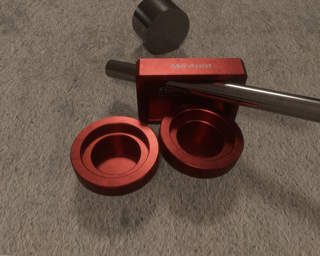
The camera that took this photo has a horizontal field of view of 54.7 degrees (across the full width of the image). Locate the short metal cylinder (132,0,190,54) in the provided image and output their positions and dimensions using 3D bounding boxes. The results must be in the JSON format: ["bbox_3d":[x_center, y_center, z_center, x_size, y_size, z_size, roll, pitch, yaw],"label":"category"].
[{"bbox_3d":[0.001,-0.170,0.511,0.081,0.080,0.050,-22,54,-18],"label":"short metal cylinder"}]

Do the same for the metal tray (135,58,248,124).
[{"bbox_3d":[0.037,-0.045,0.399,0.131,0.089,0.030,-1,51,-1],"label":"metal tray"}]

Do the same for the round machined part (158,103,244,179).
[{"bbox_3d":[0.046,0.019,0.371,0.099,0.042,0.098,5,49,-6],"label":"round machined part"}]

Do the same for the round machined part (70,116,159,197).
[{"bbox_3d":[-0.050,0.036,0.361,0.099,0.042,0.098,0,50,0],"label":"round machined part"}]

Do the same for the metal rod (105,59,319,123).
[{"bbox_3d":[0.063,-0.047,0.375,0.301,0.025,0.025,16,51,24],"label":"metal rod"}]
